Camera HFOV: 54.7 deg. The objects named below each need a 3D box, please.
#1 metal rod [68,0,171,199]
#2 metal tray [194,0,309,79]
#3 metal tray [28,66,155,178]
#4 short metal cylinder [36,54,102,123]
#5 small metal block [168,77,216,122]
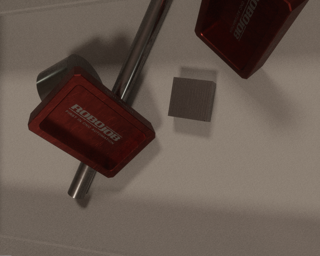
[{"bbox_3d":[-0.060,-0.036,0.430,0.025,0.025,0.298,28,99,17],"label":"metal rod"},{"bbox_3d":[0.086,-0.118,0.324,0.030,0.130,0.090,-40,78,-14],"label":"metal tray"},{"bbox_3d":[-0.081,-0.002,0.389,0.090,0.030,0.130,-44,121,11],"label":"metal tray"},{"bbox_3d":[-0.118,-0.053,0.422,0.050,0.080,0.080,-24,82,18],"label":"short metal cylinder"},{"bbox_3d":[0.041,-0.036,0.395,0.050,0.025,0.050,10,93,19],"label":"small metal block"}]
